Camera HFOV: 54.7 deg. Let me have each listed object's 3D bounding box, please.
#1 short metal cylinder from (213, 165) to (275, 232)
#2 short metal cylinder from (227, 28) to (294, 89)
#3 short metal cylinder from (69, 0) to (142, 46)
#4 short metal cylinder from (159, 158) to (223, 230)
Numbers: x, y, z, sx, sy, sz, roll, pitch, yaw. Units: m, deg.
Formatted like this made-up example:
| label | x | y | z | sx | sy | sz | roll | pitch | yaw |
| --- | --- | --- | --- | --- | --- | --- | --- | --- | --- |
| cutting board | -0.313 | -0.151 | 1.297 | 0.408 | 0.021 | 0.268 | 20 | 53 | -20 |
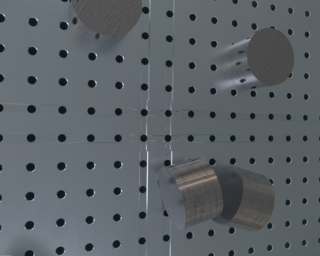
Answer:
| label | x | y | z | sx | sy | sz | roll | pitch | yaw |
| --- | --- | --- | --- | --- | --- | --- | --- | --- | --- |
| short metal cylinder | 0.108 | 0.096 | 0.423 | 0.050 | 0.080 | 0.080 | 19 | 84 | -19 |
| short metal cylinder | 0.146 | -0.099 | 0.453 | 0.081 | 0.050 | 0.079 | 0 | 90 | -20 |
| short metal cylinder | -0.067 | -0.145 | 0.374 | 0.081 | 0.050 | 0.079 | 0 | 90 | -20 |
| short metal cylinder | 0.037 | 0.083 | 0.397 | 0.050 | 0.080 | 0.080 | -13 | 95 | -20 |
